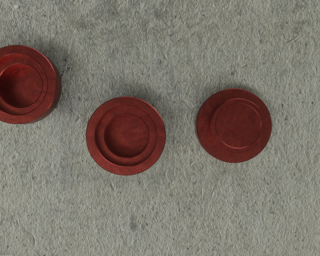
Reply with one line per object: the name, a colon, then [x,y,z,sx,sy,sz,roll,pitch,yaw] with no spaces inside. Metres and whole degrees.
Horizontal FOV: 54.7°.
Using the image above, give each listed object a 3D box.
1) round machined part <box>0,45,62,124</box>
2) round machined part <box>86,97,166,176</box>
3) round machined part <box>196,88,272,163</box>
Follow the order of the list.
round machined part: [-0.176,-0.054,0.400,0.099,0.042,0.097,0,90,0]
round machined part: [-0.042,0.010,0.401,0.099,0.042,0.097,0,90,0]
round machined part: [0.097,-0.003,0.402,0.099,0.042,0.097,0,90,0]
